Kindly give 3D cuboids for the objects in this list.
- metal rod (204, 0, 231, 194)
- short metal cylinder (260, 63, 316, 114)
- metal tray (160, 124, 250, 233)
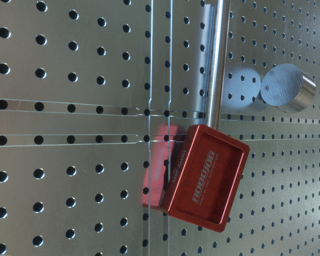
[{"bbox_3d":[0.084,-0.050,0.479,0.025,0.025,0.298,10,84,-40],"label":"metal rod"},{"bbox_3d":[0.235,-0.072,0.569,0.050,0.080,0.080,19,78,-39],"label":"short metal cylinder"},{"bbox_3d":[0.065,0.069,0.435,0.090,0.030,0.130,24,79,-19],"label":"metal tray"}]
